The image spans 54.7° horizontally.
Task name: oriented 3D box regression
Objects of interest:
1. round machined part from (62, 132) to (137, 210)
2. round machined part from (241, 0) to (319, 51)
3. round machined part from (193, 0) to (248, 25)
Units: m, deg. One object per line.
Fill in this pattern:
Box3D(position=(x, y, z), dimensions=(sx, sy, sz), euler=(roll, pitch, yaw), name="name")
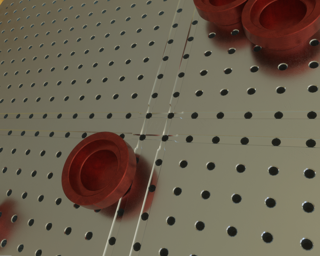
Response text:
Box3D(position=(-0.073, 0.057, 0.399), dimensions=(0.098, 0.042, 0.098), euler=(-13, 56, 20), name="round machined part")
Box3D(position=(0.159, -0.140, 0.399), dimensions=(0.098, 0.042, 0.098), euler=(-13, 56, 20), name="round machined part")
Box3D(position=(0.103, -0.193, 0.461), dimensions=(0.098, 0.042, 0.098), euler=(-13, 56, 20), name="round machined part")
